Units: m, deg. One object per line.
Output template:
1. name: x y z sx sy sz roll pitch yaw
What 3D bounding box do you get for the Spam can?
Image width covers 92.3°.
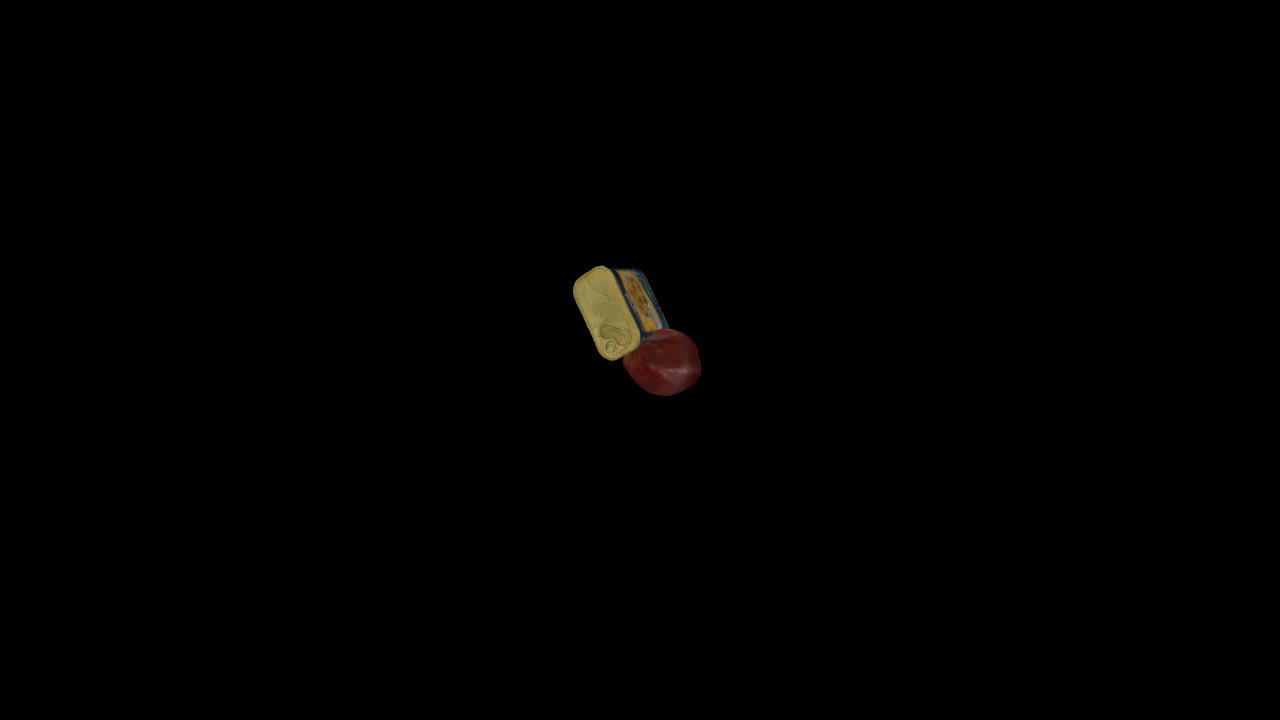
1. Spam can: -0.019 -0.056 0.707 0.058 0.101 0.085 -26 -5 28

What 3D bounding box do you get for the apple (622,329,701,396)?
1. apple: 0.025 0.002 0.712 0.093 0.079 0.079 8 -5 -38
